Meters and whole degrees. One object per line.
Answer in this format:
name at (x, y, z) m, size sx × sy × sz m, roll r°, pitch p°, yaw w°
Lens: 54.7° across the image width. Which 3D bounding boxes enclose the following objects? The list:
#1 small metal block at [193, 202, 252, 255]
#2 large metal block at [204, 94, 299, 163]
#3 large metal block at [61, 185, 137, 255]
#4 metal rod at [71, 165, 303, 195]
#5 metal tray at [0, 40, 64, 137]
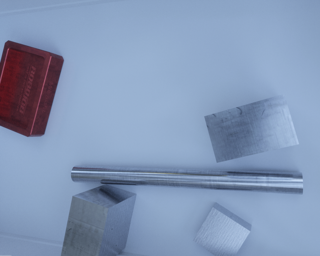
small metal block at (0.077, 0.130, 0.383) m, size 0.050 × 0.025 × 0.050 m, roll 31°, pitch 100°, yaw 17°
large metal block at (0.102, 0.001, 0.345) m, size 0.080 × 0.080 × 0.050 m, roll -16°, pitch 85°, yaw 19°
large metal block at (-0.078, 0.126, 0.407) m, size 0.050 × 0.080 × 0.079 m, roll 13°, pitch 95°, yaw 19°
metal rod at (0.020, 0.065, 0.402) m, size 0.301 × 0.025 × 0.025 m, roll -1°, pitch 90°, yaw 19°
metal tray at (-0.209, -0.060, 0.479) m, size 0.090 × 0.030 × 0.129 m, roll 19°, pitch 96°, yaw 18°
